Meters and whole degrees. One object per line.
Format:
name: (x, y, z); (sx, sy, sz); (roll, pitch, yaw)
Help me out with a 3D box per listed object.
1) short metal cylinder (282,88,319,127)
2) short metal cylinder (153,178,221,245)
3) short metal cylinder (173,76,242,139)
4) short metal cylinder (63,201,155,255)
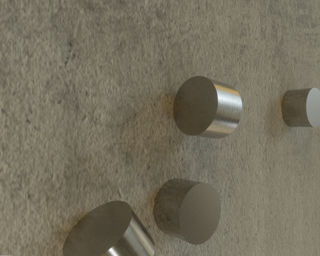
short metal cylinder: (0.296, -0.041, 0.641); (0.081, 0.050, 0.079); (0, 90, -40)
short metal cylinder: (0.038, 0.111, 0.423); (0.081, 0.050, 0.079); (0, 90, -40)
short metal cylinder: (0.064, -0.027, 0.425); (0.050, 0.080, 0.080); (8, 85, -40)
short metal cylinder: (-0.053, 0.124, 0.327); (0.080, 0.080, 0.050); (-43, 117, -32)
